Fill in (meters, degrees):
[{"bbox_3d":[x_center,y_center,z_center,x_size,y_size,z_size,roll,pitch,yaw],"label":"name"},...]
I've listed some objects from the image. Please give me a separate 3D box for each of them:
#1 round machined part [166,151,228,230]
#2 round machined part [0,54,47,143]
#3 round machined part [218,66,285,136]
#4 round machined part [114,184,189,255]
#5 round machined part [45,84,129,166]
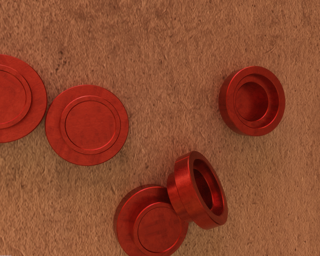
[{"bbox_3d":[0.045,0.082,0.398,0.042,0.098,0.098,-28,102,24],"label":"round machined part"},{"bbox_3d":[-0.175,-0.032,0.335,0.099,0.042,0.097,0,90,-20],"label":"round machined part"},{"bbox_3d":[0.127,-0.037,0.446,0.099,0.042,0.097,0,90,-20],"label":"round machined part"},{"bbox_3d":[-0.007,0.124,0.398,0.099,0.042,0.097,0,90,-20],"label":"round machined part"},{"bbox_3d":[-0.085,-0.003,0.369,0.099,0.042,0.097,0,90,-20],"label":"round machined part"}]
